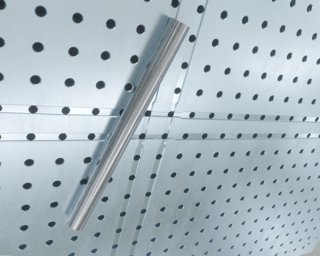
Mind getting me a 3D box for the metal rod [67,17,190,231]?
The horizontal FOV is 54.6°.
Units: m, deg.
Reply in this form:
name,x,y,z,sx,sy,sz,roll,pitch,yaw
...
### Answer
name,x,y,z,sx,sy,sz,roll,pitch,yaw
metal rod,-0.047,0.007,0.389,0.025,0.025,0.299,18,109,-35
